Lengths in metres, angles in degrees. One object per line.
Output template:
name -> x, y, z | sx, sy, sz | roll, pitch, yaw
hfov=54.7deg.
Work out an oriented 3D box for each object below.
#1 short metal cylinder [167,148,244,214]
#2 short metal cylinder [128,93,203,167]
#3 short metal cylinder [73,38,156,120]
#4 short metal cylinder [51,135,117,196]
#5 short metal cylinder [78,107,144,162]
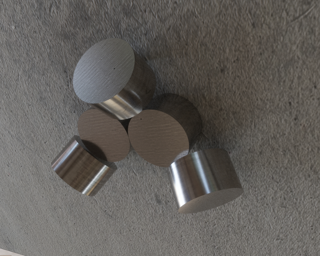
short metal cylinder -> 0.054, 0.066, 0.377 | 0.080, 0.081, 0.050 | -43, 52, 39
short metal cylinder -> 0.007, 0.002, 0.389 | 0.080, 0.050, 0.079 | 13, 124, 21
short metal cylinder -> -0.052, -0.055, 0.358 | 0.080, 0.080, 0.050 | 2, 162, 27
short metal cylinder -> -0.110, 0.055, 0.457 | 0.080, 0.080, 0.050 | 39, 89, 1
short metal cylinder -> -0.064, 0.000, 0.425 | 0.080, 0.050, 0.079 | 13, 124, 21
